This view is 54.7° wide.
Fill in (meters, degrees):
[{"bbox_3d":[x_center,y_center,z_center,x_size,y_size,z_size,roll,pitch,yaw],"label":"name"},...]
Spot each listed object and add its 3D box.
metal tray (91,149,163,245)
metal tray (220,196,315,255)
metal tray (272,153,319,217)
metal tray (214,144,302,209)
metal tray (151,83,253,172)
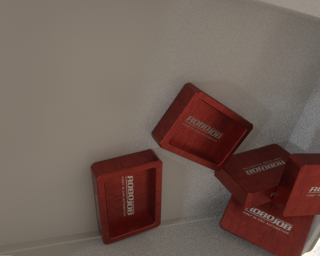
[{"bbox_3d":[-0.045,0.099,0.442,0.091,0.030,0.129,-13,124,-22],"label":"metal tray"},{"bbox_3d":[0.177,0.154,0.520,0.090,0.130,0.030,-63,167,-14],"label":"metal tray"},{"bbox_3d":[0.240,0.082,0.451,0.131,0.030,0.089,1,117,-14],"label":"metal tray"},{"bbox_3d":[0.167,0.073,0.502,0.131,0.090,0.030,-12,124,-22],"label":"metal tray"},{"bbox_3d":[0.064,0.004,0.441,0.131,0.030,0.090,26,104,-37],"label":"metal tray"}]
